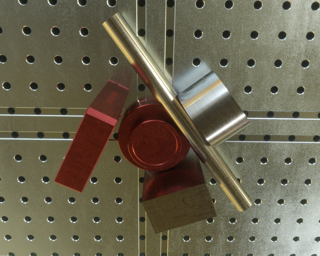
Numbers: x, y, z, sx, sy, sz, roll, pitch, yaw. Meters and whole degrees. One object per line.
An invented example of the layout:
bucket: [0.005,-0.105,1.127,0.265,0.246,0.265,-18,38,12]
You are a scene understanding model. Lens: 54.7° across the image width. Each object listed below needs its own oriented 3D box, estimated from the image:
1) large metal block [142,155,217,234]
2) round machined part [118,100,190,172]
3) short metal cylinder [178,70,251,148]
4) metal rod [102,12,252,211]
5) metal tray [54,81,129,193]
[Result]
large metal block: [0.024,0.086,0.416,0.080,0.080,0.050,-18,109,6]
round machined part: [-0.007,0.015,0.409,0.099,0.042,0.097,0,110,-1]
short metal cylinder: [0.065,-0.023,0.375,0.050,0.080,0.080,-35,107,12]
metal rod: [0.031,-0.008,0.388,0.025,0.025,0.299,-34,107,11]
metal tray: [-0.074,0.003,0.358,0.030,0.130,0.089,26,108,-9]
